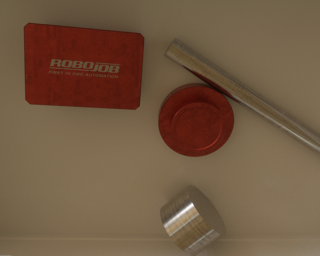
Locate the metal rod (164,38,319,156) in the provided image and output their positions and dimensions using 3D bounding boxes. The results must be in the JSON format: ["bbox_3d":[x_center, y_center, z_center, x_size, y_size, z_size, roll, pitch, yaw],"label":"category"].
[{"bbox_3d":[0.139,-0.023,0.404,0.301,0.025,0.025,30,107,-11],"label":"metal rod"}]

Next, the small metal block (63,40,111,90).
[{"bbox_3d":[-0.091,-0.075,0.382,0.050,0.025,0.050,-25,109,8],"label":"small metal block"}]

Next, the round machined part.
[{"bbox_3d":[0.047,-0.006,0.401,0.099,0.042,0.097,0,110,-1],"label":"round machined part"}]

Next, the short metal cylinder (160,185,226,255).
[{"bbox_3d":[0.046,0.127,0.430,0.050,0.080,0.080,-41,105,13],"label":"short metal cylinder"}]

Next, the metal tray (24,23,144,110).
[{"bbox_3d":[-0.088,-0.071,0.367,0.131,0.030,0.089,2,104,-9],"label":"metal tray"}]
